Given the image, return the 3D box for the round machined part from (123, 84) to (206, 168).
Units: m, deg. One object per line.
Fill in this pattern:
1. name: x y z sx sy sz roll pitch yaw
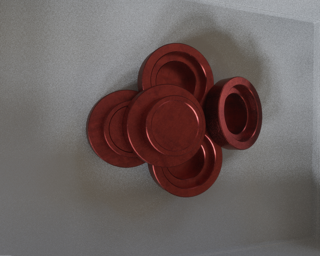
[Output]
1. round machined part: 0.010 -0.003 0.358 0.099 0.042 0.097 0 90 -21

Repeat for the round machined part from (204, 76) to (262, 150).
1. round machined part: 0.095 -0.019 0.425 0.099 0.042 0.097 3 86 -41

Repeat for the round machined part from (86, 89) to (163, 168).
1. round machined part: -0.039 0.001 0.384 0.099 0.042 0.097 0 90 -21

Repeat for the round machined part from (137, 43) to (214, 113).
1. round machined part: 0.017 -0.058 0.407 0.099 0.042 0.097 0 90 -21

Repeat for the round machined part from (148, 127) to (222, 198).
1. round machined part: 0.030 0.039 0.412 0.099 0.042 0.097 0 90 -21
